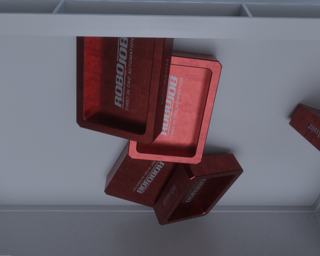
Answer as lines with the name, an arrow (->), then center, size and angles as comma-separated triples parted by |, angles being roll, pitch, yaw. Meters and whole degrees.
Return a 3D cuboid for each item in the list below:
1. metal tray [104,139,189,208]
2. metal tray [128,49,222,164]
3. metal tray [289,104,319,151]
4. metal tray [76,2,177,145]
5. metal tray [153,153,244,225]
metal tray -> -0.017, 0.062, 0.458 | 0.091, 0.030, 0.129 | 21, 127, -17
metal tray -> 0.013, -0.023, 0.364 | 0.091, 0.030, 0.129 | 6, 115, -6
metal tray -> 0.222, 0.020, 0.358 | 0.091, 0.130, 0.030 | 16, 113, -14
metal tray -> -0.038, -0.055, 0.317 | 0.090, 0.030, 0.129 | 14, 115, 14
metal tray -> 0.053, 0.093, 0.459 | 0.091, 0.030, 0.129 | -3, 138, -29
